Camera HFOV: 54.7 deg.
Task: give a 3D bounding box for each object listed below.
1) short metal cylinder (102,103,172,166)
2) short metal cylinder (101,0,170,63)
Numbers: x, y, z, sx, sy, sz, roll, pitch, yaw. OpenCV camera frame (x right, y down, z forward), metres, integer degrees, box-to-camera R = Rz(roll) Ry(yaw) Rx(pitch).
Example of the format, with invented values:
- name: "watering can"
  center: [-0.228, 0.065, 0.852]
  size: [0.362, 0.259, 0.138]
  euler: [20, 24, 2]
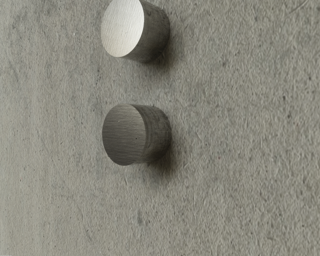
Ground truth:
- name: "short metal cylinder"
  center: [-0.032, 0.008, 0.415]
  size: [0.080, 0.050, 0.079]
  euler: [0, 90, 40]
- name: "short metal cylinder"
  center: [-0.034, -0.131, 0.417]
  size: [0.080, 0.050, 0.079]
  euler: [0, 90, 40]
